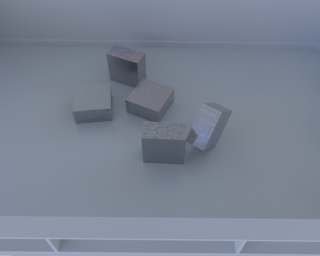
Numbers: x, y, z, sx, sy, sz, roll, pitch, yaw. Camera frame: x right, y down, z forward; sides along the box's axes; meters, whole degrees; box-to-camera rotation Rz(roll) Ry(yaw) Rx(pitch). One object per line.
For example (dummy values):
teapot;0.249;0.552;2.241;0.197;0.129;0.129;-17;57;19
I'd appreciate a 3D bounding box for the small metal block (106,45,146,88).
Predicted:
small metal block;-0.049;-0.091;0.465;0.050;0.050;0.025;19;53;15

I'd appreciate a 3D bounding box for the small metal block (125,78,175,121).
small metal block;-0.013;-0.039;0.437;0.050;0.025;0.050;21;53;16

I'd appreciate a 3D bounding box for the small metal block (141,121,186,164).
small metal block;0.005;0.019;0.373;0.050;0.050;0.025;2;50;2

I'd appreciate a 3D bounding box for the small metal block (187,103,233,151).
small metal block;0.061;-0.003;0.379;0.025;0.050;0.050;29;16;21

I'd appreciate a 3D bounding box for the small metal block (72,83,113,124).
small metal block;-0.093;-0.035;0.433;0.050;0.025;0.050;-5;50;-5
